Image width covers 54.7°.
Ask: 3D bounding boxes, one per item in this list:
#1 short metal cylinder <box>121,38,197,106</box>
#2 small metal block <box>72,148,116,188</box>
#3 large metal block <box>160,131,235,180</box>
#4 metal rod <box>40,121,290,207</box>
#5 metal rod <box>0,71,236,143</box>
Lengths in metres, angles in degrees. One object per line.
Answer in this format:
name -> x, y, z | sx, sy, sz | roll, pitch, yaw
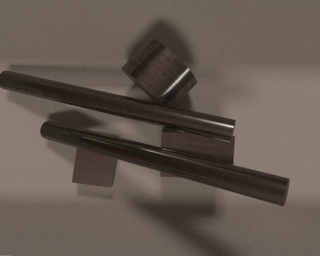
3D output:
short metal cylinder -> -0.001, -0.064, 0.384 | 0.080, 0.080, 0.050 | 43, 90, -1
small metal block -> -0.085, 0.049, 0.410 | 0.050, 0.025, 0.050 | 8, 90, -1
large metal block -> 0.042, 0.031, 0.385 | 0.081, 0.080, 0.050 | 3, 90, -1
metal rod -> -0.019, 0.029, 0.341 | 0.300, 0.025, 0.025 | 12, 90, 28
metal rod -> -0.063, -0.030, 0.369 | 0.301, 0.025, 0.025 | 13, 90, 16
